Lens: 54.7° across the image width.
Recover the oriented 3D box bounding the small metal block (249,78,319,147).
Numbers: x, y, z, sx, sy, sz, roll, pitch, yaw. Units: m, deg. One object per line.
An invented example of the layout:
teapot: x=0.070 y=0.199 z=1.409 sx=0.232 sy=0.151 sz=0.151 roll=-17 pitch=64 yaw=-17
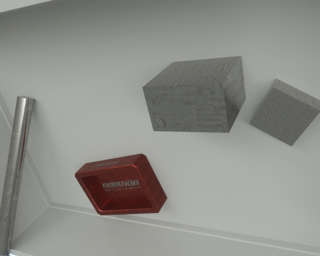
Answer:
small metal block: x=0.132 y=-0.016 z=0.329 sx=0.050 sy=0.025 sz=0.050 roll=30 pitch=128 yaw=9

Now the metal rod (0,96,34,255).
metal rod: x=-0.244 y=0.096 z=0.510 sx=0.025 sy=0.025 sz=0.298 roll=15 pitch=98 yaw=19

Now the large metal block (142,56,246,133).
large metal block: x=0.040 y=-0.037 z=0.328 sx=0.080 sy=0.080 sz=0.050 roll=1 pitch=119 yaw=27

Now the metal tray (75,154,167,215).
metal tray: x=-0.064 y=0.094 z=0.495 sx=0.130 sy=0.030 sz=0.090 roll=-13 pitch=112 yaw=33
